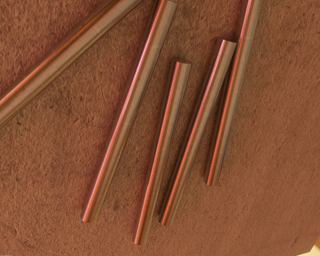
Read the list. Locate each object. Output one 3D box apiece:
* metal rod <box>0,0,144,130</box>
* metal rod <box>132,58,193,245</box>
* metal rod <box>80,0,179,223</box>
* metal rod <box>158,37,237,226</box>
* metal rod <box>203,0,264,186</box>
[{"bbox_3d":[-0.121,-0.050,0.309,0.300,0.025,0.025,-42,130,0],"label":"metal rod"},{"bbox_3d":[-0.003,0.050,0.437,0.025,0.025,0.298,-2,119,-28],"label":"metal rod"},{"bbox_3d":[-0.045,-0.006,0.379,0.025,0.025,0.298,9,114,-33],"label":"metal rod"},{"bbox_3d":[0.046,0.021,0.446,0.025,0.025,0.298,1,118,-30],"label":"metal rod"},{"bbox_3d":[0.099,-0.042,0.436,0.025,0.025,0.298,-8,122,-25],"label":"metal rod"}]
